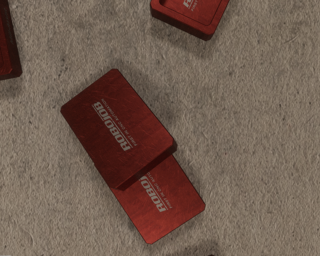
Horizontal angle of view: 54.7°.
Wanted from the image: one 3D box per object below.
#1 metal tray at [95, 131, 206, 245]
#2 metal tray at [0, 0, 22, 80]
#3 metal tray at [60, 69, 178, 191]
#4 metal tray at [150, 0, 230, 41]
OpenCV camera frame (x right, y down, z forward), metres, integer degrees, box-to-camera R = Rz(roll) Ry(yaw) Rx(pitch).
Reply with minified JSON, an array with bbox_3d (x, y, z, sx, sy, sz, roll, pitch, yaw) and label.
[{"bbox_3d":[-0.013,0.072,0.407,0.090,0.030,0.130,-33,90,-1],"label":"metal tray"},{"bbox_3d":[-0.242,-0.124,0.404,0.091,0.030,0.129,-11,90,-1],"label":"metal tray"},{"bbox_3d":[-0.052,0.000,0.382,0.090,0.030,0.130,-38,69,-2],"label":"metal tray"},{"bbox_3d":[0.053,-0.193,0.407,0.090,0.030,0.129,25,90,-1],"label":"metal tray"}]
